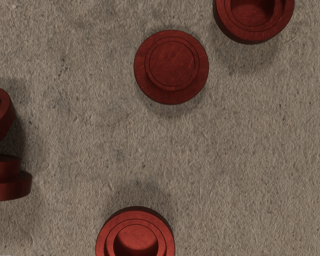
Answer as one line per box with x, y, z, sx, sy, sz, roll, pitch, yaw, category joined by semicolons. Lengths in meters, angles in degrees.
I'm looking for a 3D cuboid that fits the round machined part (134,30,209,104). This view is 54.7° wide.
0.015;-0.079;0.402;0.099;0.042;0.097;0;90;-1;round machined part

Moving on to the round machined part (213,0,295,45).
0.118;-0.156;0.403;0.099;0.042;0.097;0;90;-1;round machined part

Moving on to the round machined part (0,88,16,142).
-0.230;-0.007;0.381;0.099;0.042;0.098;1;45;-1;round machined part

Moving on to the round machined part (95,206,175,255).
-0.031;0.149;0.401;0.099;0.042;0.097;0;90;-1;round machined part

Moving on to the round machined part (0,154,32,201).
-0.206;0.055;0.371;0.099;0.098;0.042;7;90;-1;round machined part
